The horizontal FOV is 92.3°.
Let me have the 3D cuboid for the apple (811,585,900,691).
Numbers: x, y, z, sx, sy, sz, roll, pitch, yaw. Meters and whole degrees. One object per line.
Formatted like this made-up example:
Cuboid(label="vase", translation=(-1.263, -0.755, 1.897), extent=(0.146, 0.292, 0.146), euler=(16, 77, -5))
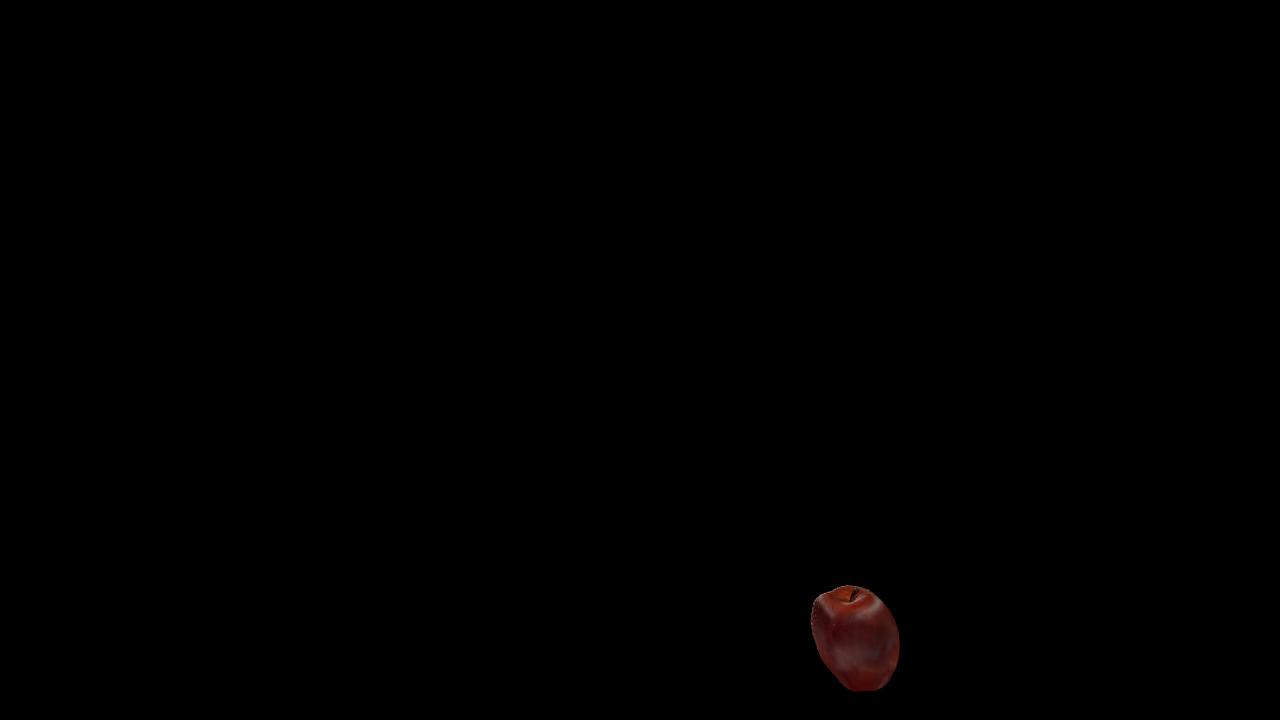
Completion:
Cuboid(label="apple", translation=(0.199, 0.254, 0.565), extent=(0.079, 0.093, 0.079), euler=(-8, 7, 1))
